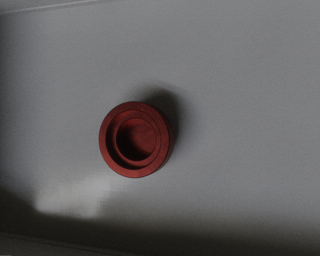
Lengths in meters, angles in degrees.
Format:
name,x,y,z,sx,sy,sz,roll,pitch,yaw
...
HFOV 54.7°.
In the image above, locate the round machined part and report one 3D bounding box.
name,x,y,z,sx,sy,sz,roll,pitch,yaw
round machined part,-0.027,0.015,0.410,0.098,0.042,0.097,0,90,19
